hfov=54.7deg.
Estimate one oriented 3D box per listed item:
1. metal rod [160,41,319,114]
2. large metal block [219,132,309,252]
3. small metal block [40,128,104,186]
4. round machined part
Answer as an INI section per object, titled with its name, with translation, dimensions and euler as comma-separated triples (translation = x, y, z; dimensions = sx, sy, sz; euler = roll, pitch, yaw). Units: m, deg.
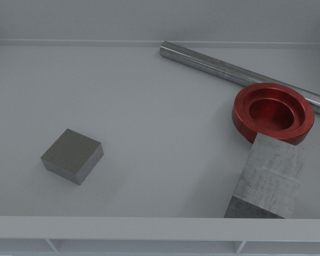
[metal rod]
translation = 0.135, -0.074, 0.468
dimensions = 0.301, 0.025, 0.025
euler = 25, 54, 19
[large metal block]
translation = 0.104, 0.066, 0.316
dimensions = 0.050, 0.080, 0.080
euler = 22, 53, 17
[small metal block]
translation = -0.105, 0.034, 0.375
dimensions = 0.050, 0.025, 0.050
euler = 21, 53, 16
[round machined part]
translation = 0.143, -0.011, 0.406
dimensions = 0.099, 0.042, 0.098
euler = 0, 50, 0
